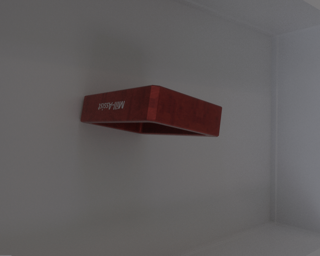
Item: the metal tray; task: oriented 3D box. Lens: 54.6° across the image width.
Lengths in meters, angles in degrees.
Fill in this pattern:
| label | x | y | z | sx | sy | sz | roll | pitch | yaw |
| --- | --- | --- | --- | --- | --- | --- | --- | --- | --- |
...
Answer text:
| label | x | y | z | sx | sy | sz | roll | pitch | yaw |
| --- | --- | --- | --- | --- | --- | --- | --- | --- | --- |
| metal tray | -0.013 | -0.014 | 0.326 | 0.091 | 0.130 | 0.030 | 13 | 82 | -39 |
